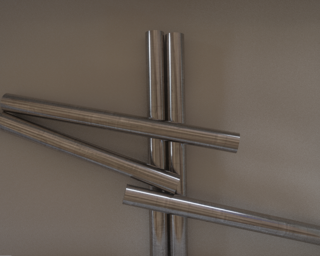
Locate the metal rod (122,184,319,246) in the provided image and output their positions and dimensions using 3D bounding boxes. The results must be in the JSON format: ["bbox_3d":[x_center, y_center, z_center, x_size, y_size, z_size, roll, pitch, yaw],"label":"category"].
[{"bbox_3d":[0.103,0.116,0.394,0.302,0.025,0.025,13,90,-6],"label":"metal rod"}]

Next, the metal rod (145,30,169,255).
[{"bbox_3d":[-0.004,0.024,0.408,0.025,0.025,0.298,-1,90,-1],"label":"metal rod"}]

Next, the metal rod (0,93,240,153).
[{"bbox_3d":[-0.054,-0.008,0.390,0.302,0.025,0.025,10,90,6],"label":"metal rod"}]

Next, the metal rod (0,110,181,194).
[{"bbox_3d":[-0.120,0.021,0.396,0.301,0.025,0.025,19,90,5],"label":"metal rod"}]

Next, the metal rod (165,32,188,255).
[{"bbox_3d":[0.022,0.026,0.409,0.025,0.025,0.298,-1,90,-1],"label":"metal rod"}]
